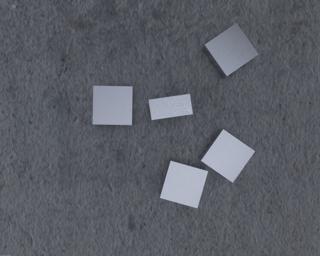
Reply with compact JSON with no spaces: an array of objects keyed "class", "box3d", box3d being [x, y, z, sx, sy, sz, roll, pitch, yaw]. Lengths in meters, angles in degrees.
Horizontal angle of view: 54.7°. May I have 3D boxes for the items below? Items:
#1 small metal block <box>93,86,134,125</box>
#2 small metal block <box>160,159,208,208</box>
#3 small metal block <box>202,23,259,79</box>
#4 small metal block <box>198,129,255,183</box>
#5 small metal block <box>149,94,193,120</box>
[{"class":"small metal block","box3d":[-0.061,-0.029,0.409,0.050,0.025,0.050,1,90,-1]},{"class":"small metal block","box3d":[0.031,0.073,0.411,0.050,0.025,0.050,16,90,-1]},{"class":"small metal block","box3d":[0.092,-0.101,0.411,0.050,0.025,0.050,-35,90,0]},{"class":"small metal block","box3d":[0.088,0.036,0.411,0.050,0.025,0.050,35,90,-1]},{"class":"small metal block","box3d":[0.013,-0.026,0.398,0.050,0.050,0.025,-8,90,0]}]
